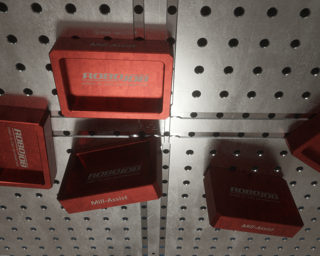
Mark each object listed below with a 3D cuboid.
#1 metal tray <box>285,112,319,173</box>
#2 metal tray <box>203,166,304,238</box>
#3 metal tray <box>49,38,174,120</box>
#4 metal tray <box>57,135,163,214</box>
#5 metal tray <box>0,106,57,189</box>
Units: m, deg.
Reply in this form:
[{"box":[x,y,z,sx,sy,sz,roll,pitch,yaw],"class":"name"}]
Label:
[{"box":[0.256,0.027,0.435,0.131,0.030,0.090,29,124,-23],"class":"metal tray"},{"box":[0.136,0.109,0.464,0.131,0.090,0.030,10,129,-9],"class":"metal tray"},{"box":[-0.052,-0.055,0.360,0.131,0.030,0.089,1,130,-2],"class":"metal tray"},{"box":[-0.064,0.061,0.419,0.131,0.090,0.030,-11,129,9],"class":"metal tray"},{"box":[-0.198,0.031,0.431,0.091,0.030,0.129,5,130,-5],"class":"metal tray"}]
